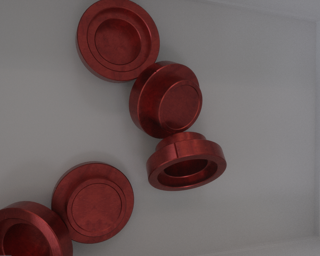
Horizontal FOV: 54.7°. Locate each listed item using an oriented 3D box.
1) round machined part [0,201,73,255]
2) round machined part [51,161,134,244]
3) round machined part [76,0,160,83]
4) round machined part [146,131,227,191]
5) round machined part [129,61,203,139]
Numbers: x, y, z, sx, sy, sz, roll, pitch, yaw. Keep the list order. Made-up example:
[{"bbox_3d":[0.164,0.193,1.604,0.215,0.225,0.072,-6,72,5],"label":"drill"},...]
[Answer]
[{"bbox_3d":[-0.138,0.126,0.335,0.098,0.042,0.097,2,97,13],"label":"round machined part"},{"bbox_3d":[-0.079,0.091,0.373,0.099,0.042,0.097,0,90,-20],"label":"round machined part"},{"bbox_3d":[-0.053,-0.104,0.382,0.099,0.042,0.097,0,90,-20],"label":"round machined part"},{"bbox_3d":[0.031,0.040,0.393,0.099,0.097,0.042,3,54,-20],"label":"round machined part"},{"bbox_3d":[0.014,-0.031,0.386,0.099,0.042,0.097,-17,120,-32],"label":"round machined part"}]
